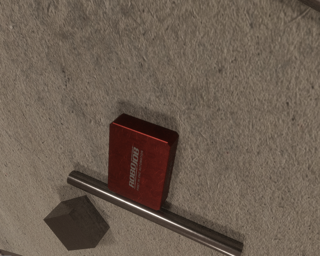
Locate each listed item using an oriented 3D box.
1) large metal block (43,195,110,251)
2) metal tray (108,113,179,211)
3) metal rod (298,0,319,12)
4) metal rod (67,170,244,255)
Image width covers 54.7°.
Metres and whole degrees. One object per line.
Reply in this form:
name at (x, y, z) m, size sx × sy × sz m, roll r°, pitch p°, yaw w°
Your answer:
large metal block at (-0.156, 0.179, 0.581) m, size 0.080 × 0.050 × 0.080 m, roll -21°, pitch 107°, yaw 35°
metal tray at (-0.028, 0.051, 0.449) m, size 0.090 × 0.030 × 0.129 m, roll 19°, pitch 126°, yaw 16°
metal rod at (0.121, -0.124, 0.265) m, size 0.301 × 0.025 × 0.025 m, roll 33°, pitch 128°, yaw 6°
metal rod at (-0.017, 0.134, 0.497) m, size 0.301 × 0.025 × 0.025 m, roll 20°, pitch 126°, yaw 16°
